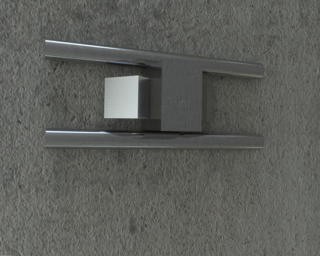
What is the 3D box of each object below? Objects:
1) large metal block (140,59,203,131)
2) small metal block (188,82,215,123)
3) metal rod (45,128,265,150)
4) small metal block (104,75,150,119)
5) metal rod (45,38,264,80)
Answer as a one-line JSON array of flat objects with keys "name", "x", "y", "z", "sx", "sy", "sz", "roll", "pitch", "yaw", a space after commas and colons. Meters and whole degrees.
[{"name": "large metal block", "x": 0.011, "y": -0.036, "z": 0.388, "sx": 0.050, "sy": 0.080, "sz": 0.079, "roll": 1, "pitch": 90, "yaw": -20}, {"name": "small metal block", "x": 0.057, "y": -0.033, "z": 0.418, "sx": 0.025, "sy": 0.050, "sz": 0.050, "roll": 0, "pitch": 89, "yaw": 21}, {"name": "metal rod", "x": 0.008, "y": 0.017, "z": 0.414, "sx": 0.303, "sy": 0.025, "sz": 0.025, "roll": 2, "pitch": 90, "yaw": -21}, {"name": "small metal block", "x": -0.041, "y": -0.036, "z": 0.381, "sx": 0.025, "sy": 0.050, "sz": 0.050, "roll": 1, "pitch": 90, "yaw": -60}, {"name": "metal rod", "x": 0.008, "y": -0.089, "z": 0.414, "sx": 0.303, "sy": 0.025, "sz": 0.025, "roll": 1, "pitch": 90, "yaw": -21}]
